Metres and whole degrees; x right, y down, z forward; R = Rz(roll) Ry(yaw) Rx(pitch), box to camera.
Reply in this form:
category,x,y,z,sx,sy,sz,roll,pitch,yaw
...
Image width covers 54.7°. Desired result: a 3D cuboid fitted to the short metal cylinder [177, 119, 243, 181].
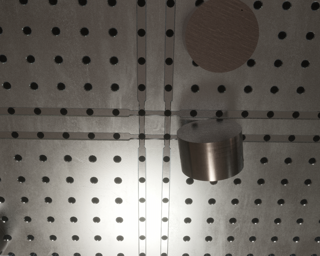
category,x,y,z,sx,sy,sz,roll,pitch,yaw
short metal cylinder,0.064,0.025,0.394,0.080,0.080,0.050,-7,110,2

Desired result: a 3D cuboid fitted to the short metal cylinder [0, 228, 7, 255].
category,x,y,z,sx,sy,sz,roll,pitch,yaw
short metal cylinder,-0.282,0.183,0.464,0.081,0.050,0.079,0,110,0

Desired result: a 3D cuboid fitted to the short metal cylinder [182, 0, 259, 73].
category,x,y,z,sx,sy,sz,roll,pitch,yaw
short metal cylinder,0.068,-0.109,0.361,0.081,0.050,0.079,0,110,-1
